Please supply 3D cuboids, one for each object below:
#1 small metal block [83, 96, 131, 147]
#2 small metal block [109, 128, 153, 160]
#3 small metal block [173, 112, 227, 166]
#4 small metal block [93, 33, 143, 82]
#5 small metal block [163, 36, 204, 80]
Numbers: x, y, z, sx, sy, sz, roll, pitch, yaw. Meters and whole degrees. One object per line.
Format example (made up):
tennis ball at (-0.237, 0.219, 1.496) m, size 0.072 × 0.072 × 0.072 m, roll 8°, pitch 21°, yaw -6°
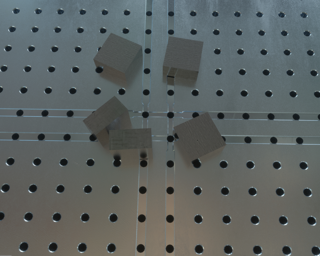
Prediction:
small metal block at (-0.067, -0.007, 0.401) m, size 0.050 × 0.050 × 0.025 m, roll -41°, pitch 75°, yaw -13°
small metal block at (-0.035, 0.021, 0.391) m, size 0.050 × 0.050 × 0.025 m, roll -3°, pitch 70°, yaw -1°
small metal block at (0.051, 0.014, 0.407) m, size 0.050 × 0.025 × 0.050 m, roll -24°, pitch 72°, yaw -9°
small metal block at (-0.060, -0.102, 0.449) m, size 0.050 × 0.025 × 0.050 m, roll 25°, pitch 72°, yaw 9°
small metal block at (0.033, -0.101, 0.449) m, size 0.050 × 0.025 × 0.050 m, roll 10°, pitch 70°, yaw 3°
